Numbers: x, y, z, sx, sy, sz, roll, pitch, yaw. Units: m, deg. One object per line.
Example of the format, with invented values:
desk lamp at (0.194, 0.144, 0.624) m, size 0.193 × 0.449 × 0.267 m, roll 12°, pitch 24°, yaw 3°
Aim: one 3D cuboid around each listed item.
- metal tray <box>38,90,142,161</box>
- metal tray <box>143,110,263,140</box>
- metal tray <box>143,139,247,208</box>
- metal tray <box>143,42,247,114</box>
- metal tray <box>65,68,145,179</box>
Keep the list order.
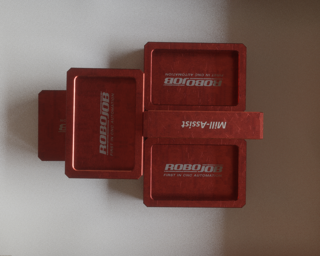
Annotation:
metal tray at (-0.088, -0.003, 0.405) m, size 0.131 × 0.030 × 0.089 m, roll 0°, pitch 90°, yaw -1°
metal tray at (0.047, -0.004, 0.377) m, size 0.131 × 0.090 × 0.030 m, roll 1°, pitch 90°, yaw -1°
metal tray at (0.045, 0.056, 0.408) m, size 0.131 × 0.030 × 0.089 m, roll 1°, pitch 90°, yaw -1°
metal tray at (0.045, -0.064, 0.408) m, size 0.131 × 0.030 × 0.089 m, roll 1°, pitch 90°, yaw -1°
metal tray at (-0.065, -0.005, 0.376) m, size 0.091 × 0.030 × 0.129 m, roll 1°, pitch 90°, yaw -1°
